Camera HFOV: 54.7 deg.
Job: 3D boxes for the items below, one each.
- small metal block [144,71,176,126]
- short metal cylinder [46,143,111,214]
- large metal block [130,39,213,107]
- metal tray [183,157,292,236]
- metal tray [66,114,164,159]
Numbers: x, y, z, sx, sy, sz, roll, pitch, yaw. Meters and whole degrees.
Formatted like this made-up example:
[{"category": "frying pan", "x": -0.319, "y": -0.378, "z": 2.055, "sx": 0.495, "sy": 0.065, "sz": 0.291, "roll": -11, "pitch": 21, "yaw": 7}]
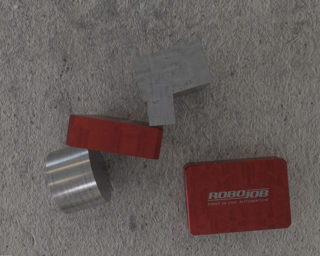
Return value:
[{"category": "small metal block", "x": -0.001, "y": -0.030, "z": 0.318, "sx": 0.025, "sy": 0.050, "sz": 0.050, "roll": -6, "pitch": 96, "yaw": -2}, {"category": "short metal cylinder", "x": -0.098, "y": 0.060, "z": 0.382, "sx": 0.050, "sy": 0.080, "sz": 0.080, "roll": -17, "pitch": 90, "yaw": 0}, {"category": "large metal block", "x": 0.013, "y": -0.064, "z": 0.383, "sx": 0.080, "sy": 0.080, "sz": 0.050, "roll": -17, "pitch": 90, "yaw": 0}, {"category": "metal tray", "x": 0.100, "y": 0.088, "z": 0.408, "sx": 0.131, "sy": 0.030, "sz": 0.089, "roll": -4, "pitch": 90, "yaw": 0}, {"category": "metal tray", "x": -0.043, "y": 0.006, "z": 0.357, "sx": 0.091, "sy": 0.130, "sz": 0.030, "roll": 9, "pitch": 92, "yaw": 0}]
